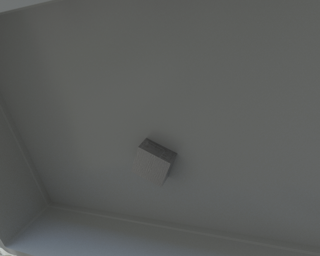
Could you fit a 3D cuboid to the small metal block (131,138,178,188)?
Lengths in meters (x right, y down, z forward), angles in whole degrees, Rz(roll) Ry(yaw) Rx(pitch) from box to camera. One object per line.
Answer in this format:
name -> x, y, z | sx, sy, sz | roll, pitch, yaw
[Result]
small metal block -> -0.009, 0.050, 0.443 | 0.050, 0.025, 0.050 | 26, 128, 11
